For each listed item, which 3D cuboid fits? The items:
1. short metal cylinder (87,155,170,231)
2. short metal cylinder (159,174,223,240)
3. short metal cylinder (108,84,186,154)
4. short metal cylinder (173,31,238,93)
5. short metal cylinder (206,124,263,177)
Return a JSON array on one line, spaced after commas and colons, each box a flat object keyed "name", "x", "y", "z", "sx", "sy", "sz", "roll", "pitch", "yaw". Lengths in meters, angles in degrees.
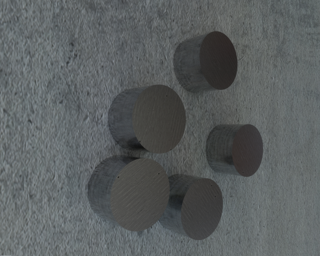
[{"name": "short metal cylinder", "x": -0.035, "y": 0.073, "z": 0.359, "sx": 0.081, "sy": 0.050, "sz": 0.080, "roll": 0, "pitch": 90, "yaw": -40}, {"name": "short metal cylinder", "x": 0.040, "y": 0.105, "z": 0.422, "sx": 0.081, "sy": 0.050, "sz": 0.080, "roll": 0, "pitch": 90, "yaw": -40}, {"name": "short metal cylinder", "x": -0.015, "y": -0.010, "z": 0.376, "sx": 0.081, "sy": 0.050, "sz": 0.080, "roll": 0, "pitch": 90, "yaw": -40}, {"name": "short metal cylinder", "x": 0.066, "y": -0.092, "z": 0.443, "sx": 0.081, "sy": 0.050, "sz": 0.080, "roll": 0, "pitch": 90, "yaw": -40}, {"name": "short metal cylinder", "x": 0.118, "y": 0.034, "z": 0.487, "sx": 0.081, "sy": 0.050, "sz": 0.080, "roll": 0, "pitch": 90, "yaw": -40}]
